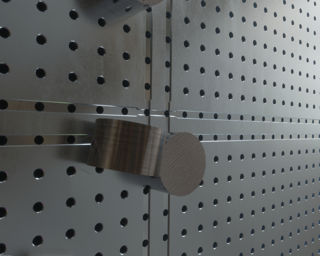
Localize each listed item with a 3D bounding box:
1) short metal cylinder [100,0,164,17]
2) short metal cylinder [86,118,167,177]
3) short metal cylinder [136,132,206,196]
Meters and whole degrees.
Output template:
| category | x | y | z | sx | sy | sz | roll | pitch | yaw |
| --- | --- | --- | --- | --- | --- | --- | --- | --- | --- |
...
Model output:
| category | x | y | z | sx | sy | sz | roll | pitch | yaw |
| --- | --- | --- | --- | --- | --- | --- | --- | --- | --- |
| short metal cylinder | -0.033 | -0.179 | 0.364 | 0.081 | 0.050 | 0.079 | 0 | 90 | -40 |
| short metal cylinder | -0.036 | 0.023 | 0.343 | 0.081 | 0.080 | 0.050 | 16 | 80 | -39 |
| short metal cylinder | 0.014 | 0.045 | 0.404 | 0.081 | 0.050 | 0.079 | 0 | 90 | -40 |
